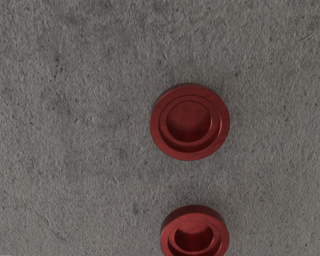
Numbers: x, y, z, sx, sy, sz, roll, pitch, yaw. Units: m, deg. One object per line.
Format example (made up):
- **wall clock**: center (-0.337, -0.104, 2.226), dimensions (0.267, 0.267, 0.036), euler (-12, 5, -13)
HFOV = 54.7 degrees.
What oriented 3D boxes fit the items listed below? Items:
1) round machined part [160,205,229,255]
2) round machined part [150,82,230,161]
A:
- **round machined part**: center (0.049, 0.154, 0.458), dimensions (0.099, 0.042, 0.097), euler (0, 110, 0)
- **round machined part**: center (0.037, -0.011, 0.397), dimensions (0.099, 0.042, 0.097), euler (0, 110, 0)
